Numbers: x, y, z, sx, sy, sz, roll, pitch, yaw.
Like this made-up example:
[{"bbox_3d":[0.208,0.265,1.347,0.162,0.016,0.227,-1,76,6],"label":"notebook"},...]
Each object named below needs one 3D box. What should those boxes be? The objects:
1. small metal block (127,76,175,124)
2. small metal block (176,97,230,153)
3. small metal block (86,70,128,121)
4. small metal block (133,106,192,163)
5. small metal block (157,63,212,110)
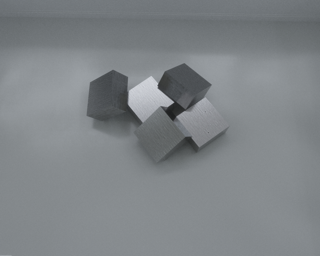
[{"bbox_3d":[-0.016,-0.034,0.420,0.050,0.025,0.050,-36,74,-13],"label":"small metal block"},{"bbox_3d":[0.055,-0.004,0.410,0.050,0.025,0.050,-34,74,-12],"label":"small metal block"},{"bbox_3d":[-0.069,-0.042,0.408,0.050,0.025,0.050,-17,63,40],"label":"small metal block"},{"bbox_3d":[0.003,0.008,0.393,0.050,0.025,0.050,-44,73,18],"label":"small metal block"},{"bbox_3d":[0.034,-0.057,0.417,0.050,0.025,0.050,41,40,13],"label":"small metal block"}]
